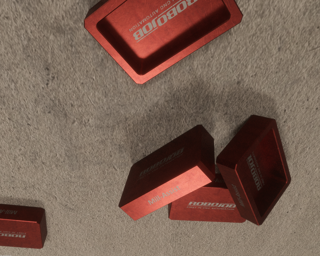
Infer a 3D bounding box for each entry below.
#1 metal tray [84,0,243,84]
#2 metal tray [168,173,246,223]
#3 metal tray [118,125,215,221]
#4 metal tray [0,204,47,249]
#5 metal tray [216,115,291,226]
[{"bbox_3d":[0.003,-0.112,0.308,0.130,0.030,0.090,-29,125,22],"label":"metal tray"},{"bbox_3d":[0.083,0.114,0.503,0.131,0.030,0.089,4,130,-4],"label":"metal tray"},{"bbox_3d":[0.010,0.058,0.411,0.130,0.090,0.030,-33,111,24],"label":"metal tray"},{"bbox_3d":[-0.273,0.173,0.547,0.131,0.030,0.089,7,130,-7],"label":"metal tray"},{"bbox_3d":[0.131,0.058,0.416,0.090,0.030,0.130,-45,128,-22],"label":"metal tray"}]
